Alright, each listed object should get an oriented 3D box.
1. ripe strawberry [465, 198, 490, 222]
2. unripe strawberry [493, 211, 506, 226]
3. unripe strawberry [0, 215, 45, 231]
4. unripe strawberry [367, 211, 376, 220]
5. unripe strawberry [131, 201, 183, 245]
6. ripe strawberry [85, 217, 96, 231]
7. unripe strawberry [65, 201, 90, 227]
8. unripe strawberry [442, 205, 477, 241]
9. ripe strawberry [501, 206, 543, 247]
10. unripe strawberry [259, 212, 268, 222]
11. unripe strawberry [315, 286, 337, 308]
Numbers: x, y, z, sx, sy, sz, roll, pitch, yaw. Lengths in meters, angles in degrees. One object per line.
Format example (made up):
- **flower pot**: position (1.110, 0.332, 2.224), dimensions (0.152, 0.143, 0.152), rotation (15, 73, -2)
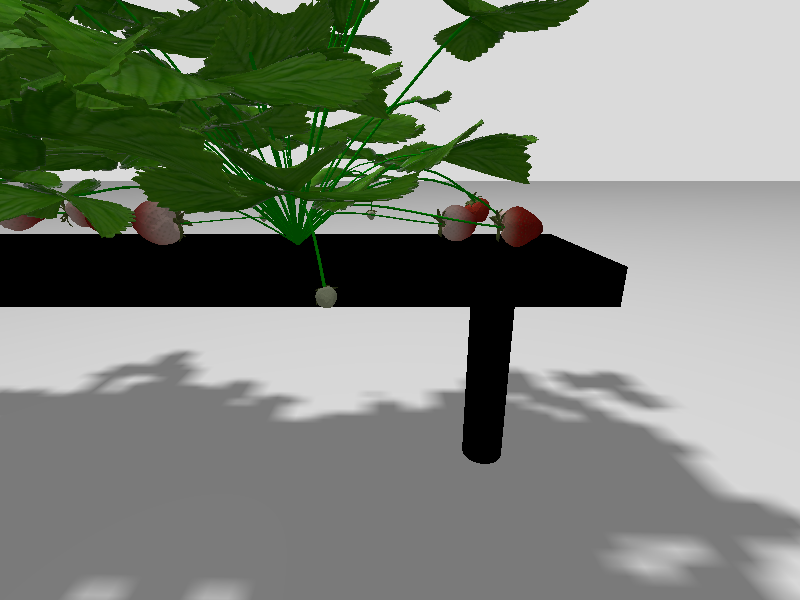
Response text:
- **ripe strawberry**: position (0.098, -0.112, 0.504), dimensions (0.032, 0.027, 0.032), rotation (20, -26, 46)
- **unripe strawberry**: position (0.115, -0.088, 0.443), dimensions (0.022, 0.019, 0.022), rotation (25, 4, -31)
- **unripe strawberry**: position (-0.420, -0.101, 0.444), dimensions (0.049, 0.048, 0.045), rotation (-14, 23, -38)
- **unripe strawberry**: position (-0.036, -0.108, 0.508), dimensions (0.011, 0.012, 0.012), rotation (6, 19, 17)
- **unripe strawberry**: position (-0.210, -0.069, 0.347), dimensions (0.039, 0.041, 0.036), rotation (0, 18, 1)
- **ripe strawberry**: position (-0.307, -0.085, 0.411), dimensions (0.030, 0.031, 0.028), rotation (5, 19, 16)
- **unripe strawberry**: position (-0.346, -0.098, 0.446), dimensions (0.039, 0.034, 0.039), rotation (-9, 20, -27)
- **unripe strawberry**: position (0.056, -0.072, 0.377), dimensions (0.034, 0.034, 0.032), rotation (-3, 18, -11)
- **ripe strawberry**: position (0.106, -0.063, 0.345), dimensions (0.036, 0.034, 0.033), rotation (1, 18, 0)
- **unripe strawberry**: position (-0.165, -0.101, 0.486), dimensions (0.010, 0.011, 0.011), rotation (-9, 20, -26)
- **unripe strawberry**: position (-0.035, -0.001, 0.193), dimensions (0.010, 0.011, 0.011), rotation (-6, 38, -17)
